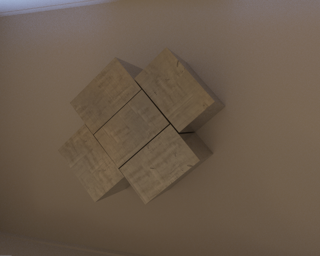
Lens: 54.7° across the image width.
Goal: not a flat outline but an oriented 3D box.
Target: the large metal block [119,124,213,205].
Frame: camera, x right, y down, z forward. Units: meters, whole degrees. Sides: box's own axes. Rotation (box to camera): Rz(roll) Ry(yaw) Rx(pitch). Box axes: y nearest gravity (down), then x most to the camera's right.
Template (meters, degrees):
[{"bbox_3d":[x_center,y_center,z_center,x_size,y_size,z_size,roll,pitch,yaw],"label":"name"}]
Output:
[{"bbox_3d":[0.011,0.040,0.376,0.080,0.080,0.050,-42,77,15],"label":"large metal block"}]

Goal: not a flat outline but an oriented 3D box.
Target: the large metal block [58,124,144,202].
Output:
[{"bbox_3d":[-0.070,0.041,0.404,0.050,0.080,0.080,-42,77,15],"label":"large metal block"}]

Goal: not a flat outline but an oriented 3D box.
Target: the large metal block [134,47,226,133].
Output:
[{"bbox_3d":[0.027,-0.042,0.370,0.050,0.080,0.080,-42,77,15],"label":"large metal block"}]

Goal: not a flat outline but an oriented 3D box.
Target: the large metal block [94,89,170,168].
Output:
[{"bbox_3d":[-0.020,0.001,0.387,0.080,0.080,0.050,-42,77,15],"label":"large metal block"}]

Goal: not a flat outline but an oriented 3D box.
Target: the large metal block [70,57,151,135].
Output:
[{"bbox_3d":[-0.051,-0.037,0.397,0.080,0.080,0.050,-42,77,15],"label":"large metal block"}]
